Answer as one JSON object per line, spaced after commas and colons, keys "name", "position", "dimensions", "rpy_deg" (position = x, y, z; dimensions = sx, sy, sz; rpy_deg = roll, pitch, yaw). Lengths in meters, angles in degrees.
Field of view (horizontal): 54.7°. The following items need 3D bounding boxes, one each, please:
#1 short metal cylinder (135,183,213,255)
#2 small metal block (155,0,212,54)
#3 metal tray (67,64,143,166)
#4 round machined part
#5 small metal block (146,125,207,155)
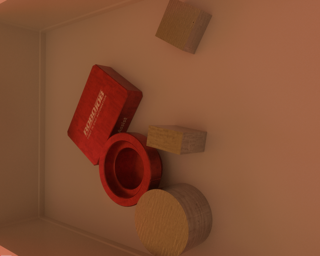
{"name": "short metal cylinder", "position": [0.016, 0.110, 0.376], "dimensions": [0.080, 0.050, 0.079], "rpy_deg": [0, 90, 39]}
{"name": "small metal block", "position": [0.028, -0.126, 0.382], "dimensions": [0.050, 0.025, 0.050], "rpy_deg": [38, 113, 33]}
{"name": "metal tray", "position": [-0.088, -0.020, 0.474], "dimensions": [0.090, 0.030, 0.129], "rpy_deg": [40, 114, 32]}
{"name": "round machined part", "position": [-0.035, 0.054, 0.423], "dimensions": [0.098, 0.042, 0.097], "rpy_deg": [0, 90, 39]}
{"name": "small metal block", "position": [0.020, 0.013, 0.372], "dimensions": [0.050, 0.050, 0.025], "rpy_deg": [12, 98, 39]}
